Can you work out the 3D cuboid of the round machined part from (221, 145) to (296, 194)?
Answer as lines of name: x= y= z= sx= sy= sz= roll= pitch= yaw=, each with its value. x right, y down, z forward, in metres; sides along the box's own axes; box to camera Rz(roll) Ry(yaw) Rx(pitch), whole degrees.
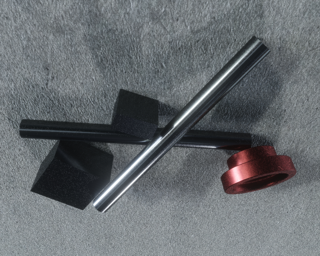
round machined part: x=0.132 y=0.057 z=0.430 sx=0.099 sy=0.042 sz=0.098 roll=-11 pitch=155 yaw=-5

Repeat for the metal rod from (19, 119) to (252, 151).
metal rod: x=-0.029 y=0.010 z=0.415 sx=0.302 sy=0.025 sz=0.025 roll=4 pitch=130 yaw=-4

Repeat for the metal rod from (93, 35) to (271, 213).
metal rod: x=0.013 y=0.009 z=0.386 sx=0.025 sy=0.025 sz=0.299 roll=34 pitch=113 yaw=-25

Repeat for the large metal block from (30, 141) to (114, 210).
large metal block: x=-0.124 y=0.064 z=0.444 sx=0.080 sy=0.050 sz=0.080 roll=28 pitch=124 yaw=-23

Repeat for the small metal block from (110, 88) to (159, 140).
small metal block: x=-0.030 y=-0.017 z=0.376 sx=0.050 sy=0.050 sz=0.025 roll=16 pitch=128 yaw=-14
